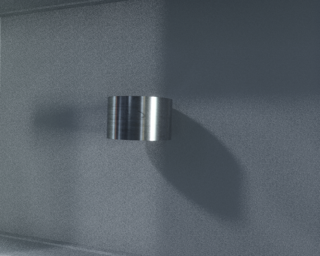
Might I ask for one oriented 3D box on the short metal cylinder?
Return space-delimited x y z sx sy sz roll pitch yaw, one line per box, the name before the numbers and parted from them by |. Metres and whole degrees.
short metal cylinder | -0.025 -0.012 0.387 0.080 0.080 0.050 2 91 20
